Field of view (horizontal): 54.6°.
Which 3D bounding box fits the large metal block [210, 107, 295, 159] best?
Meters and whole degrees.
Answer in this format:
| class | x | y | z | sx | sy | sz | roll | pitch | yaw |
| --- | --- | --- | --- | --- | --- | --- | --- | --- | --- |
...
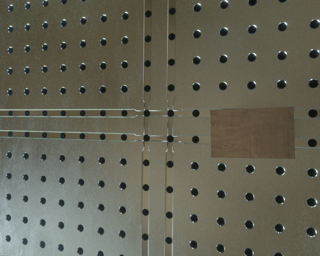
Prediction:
| class | x | y | z | sx | sy | sz | roll | pitch | yaw |
| --- | --- | --- | --- | --- | --- | --- | --- | --- | --- |
| large metal block | 0.104 | 0.005 | 0.347 | 0.080 | 0.080 | 0.050 | -1 | 90 | 20 |
